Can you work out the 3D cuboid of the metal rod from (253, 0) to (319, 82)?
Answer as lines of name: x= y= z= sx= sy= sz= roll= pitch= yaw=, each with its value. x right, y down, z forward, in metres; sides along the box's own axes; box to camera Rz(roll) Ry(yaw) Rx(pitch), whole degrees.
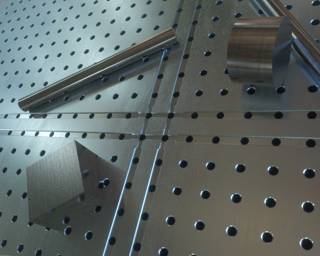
metal rod: x=0.177 y=-0.098 z=0.375 sx=0.025 sy=0.025 sz=0.299 roll=-26 pitch=53 yaw=11

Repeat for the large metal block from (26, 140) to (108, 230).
large metal block: x=-0.124 y=0.076 z=0.409 sx=0.080 sy=0.050 sz=0.080 roll=-30 pitch=52 yaw=9

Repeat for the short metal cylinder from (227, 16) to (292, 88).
short metal cylinder: x=0.119 y=-0.089 z=0.365 sx=0.050 sy=0.080 sz=0.080 roll=12 pitch=68 yaw=32

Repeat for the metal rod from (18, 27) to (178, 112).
metal rod: x=-0.112 y=-0.094 z=0.521 sx=0.301 sy=0.025 sz=0.025 roll=-21 pitch=54 yaw=15
